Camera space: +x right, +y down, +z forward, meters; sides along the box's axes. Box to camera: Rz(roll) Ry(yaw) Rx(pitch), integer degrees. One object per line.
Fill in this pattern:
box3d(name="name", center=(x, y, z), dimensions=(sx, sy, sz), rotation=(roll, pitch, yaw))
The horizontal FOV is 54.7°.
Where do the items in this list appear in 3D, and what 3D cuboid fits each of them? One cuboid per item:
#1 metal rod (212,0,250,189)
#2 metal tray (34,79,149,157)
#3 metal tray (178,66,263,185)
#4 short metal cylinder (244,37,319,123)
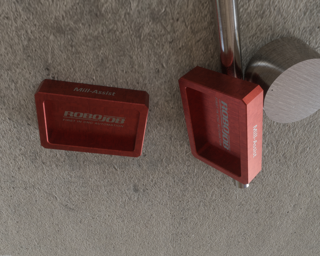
box3d(name="metal rod", center=(0.093, -0.027, 0.385), dimensions=(0.025, 0.025, 0.299), rotation=(-10, 130, 8))
box3d(name="metal tray", center=(-0.084, -0.009, 0.394), dimensions=(0.131, 0.030, 0.089), rotation=(6, 130, -6))
box3d(name="metal tray", center=(0.073, -0.001, 0.367), dimensions=(0.030, 0.090, 0.129), rotation=(-39, 135, -26))
box3d(name="short metal cylinder", center=(0.140, -0.052, 0.339), dimensions=(0.081, 0.050, 0.079), rotation=(-8, 132, -9))
